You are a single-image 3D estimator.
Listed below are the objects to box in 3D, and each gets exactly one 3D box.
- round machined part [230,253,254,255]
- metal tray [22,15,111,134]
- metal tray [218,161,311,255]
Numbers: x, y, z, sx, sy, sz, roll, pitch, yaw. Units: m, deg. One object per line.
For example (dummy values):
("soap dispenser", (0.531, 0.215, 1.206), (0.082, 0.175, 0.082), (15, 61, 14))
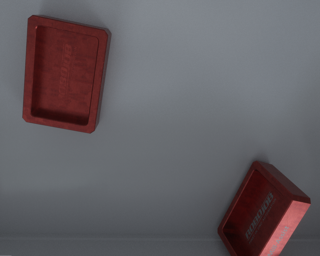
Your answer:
("round machined part", (0.133, 0.241, 0.495), (0.099, 0.042, 0.097), (0, 110, -1))
("metal tray", (-0.115, -0.064, 0.383), (0.091, 0.030, 0.129), (11, 110, -5))
("metal tray", (0.133, 0.122, 0.419), (0.030, 0.090, 0.129), (15, 108, -21))
